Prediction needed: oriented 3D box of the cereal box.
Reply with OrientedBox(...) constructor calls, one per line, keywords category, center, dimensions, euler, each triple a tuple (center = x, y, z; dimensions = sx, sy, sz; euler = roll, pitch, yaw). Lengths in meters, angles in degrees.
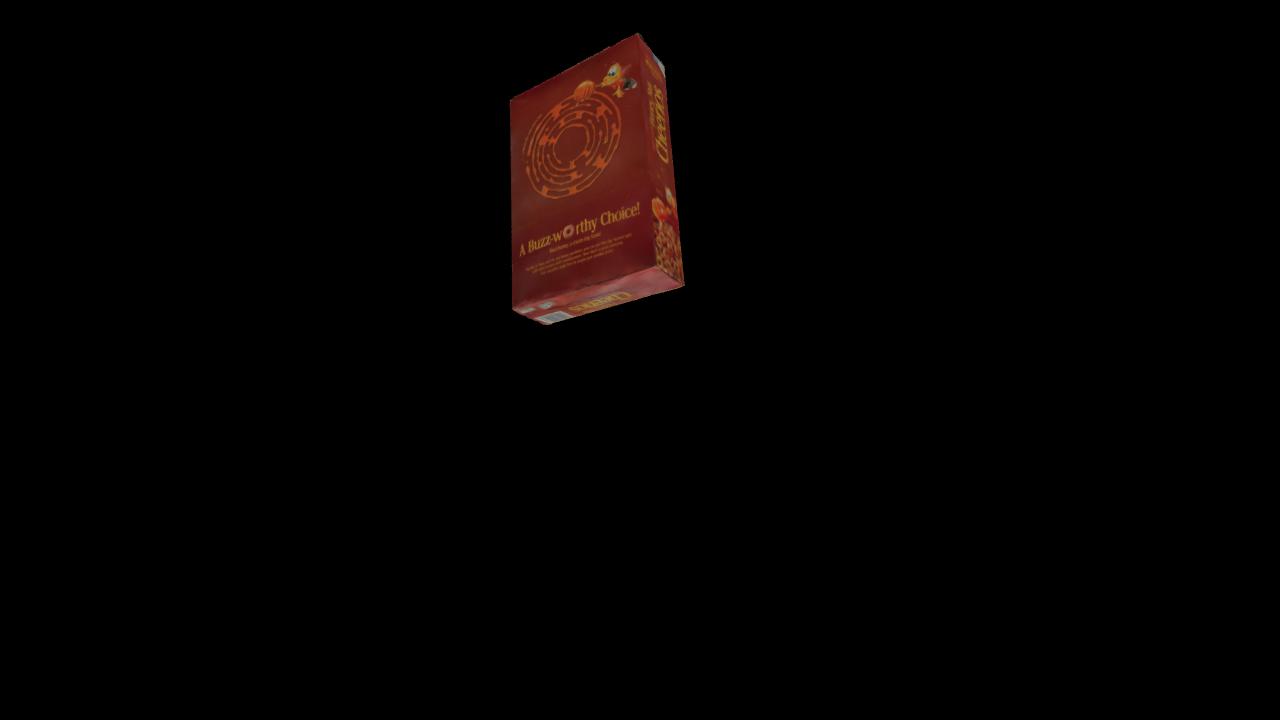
OrientedBox(category="cereal box", center=(-0.060, -0.214, 0.750), dimensions=(0.203, 0.306, 0.081), euler=(-13, -19, 28))
